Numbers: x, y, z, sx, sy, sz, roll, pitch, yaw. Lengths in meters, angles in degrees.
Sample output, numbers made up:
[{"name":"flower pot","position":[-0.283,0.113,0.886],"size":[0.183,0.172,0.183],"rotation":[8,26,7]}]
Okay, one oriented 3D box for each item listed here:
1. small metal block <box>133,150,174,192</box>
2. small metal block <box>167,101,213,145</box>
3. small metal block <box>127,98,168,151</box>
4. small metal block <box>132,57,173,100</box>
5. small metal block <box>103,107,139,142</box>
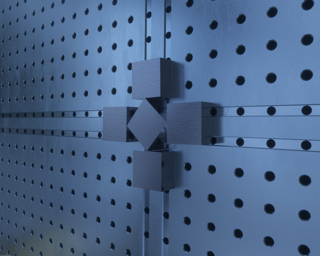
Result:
[{"name":"small metal block","position":[-0.009,0.055,0.415],"size":[0.050,0.025,0.050],"rotation":[1,90,39]},{"name":"small metal block","position":[0.036,-0.005,0.378],"size":[0.050,0.025,0.050],"rotation":[0,90,39]},{"name":"small metal block","position":[-0.011,-0.005,0.416],"size":[0.050,0.025,0.050],"rotation":[50,119,28]},{"name":"small metal block","position":[-0.011,-0.064,0.416],"size":[0.050,0.025,0.050],"rotation":[-1,90,39]},{"name":"small metal block","position":[-0.058,-0.006,0.454],"size":[0.050,0.025,0.050],"rotation":[2,91,39]}]
